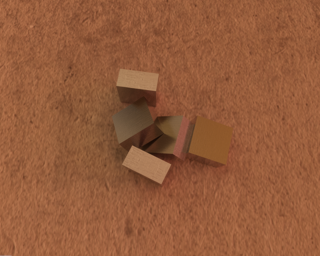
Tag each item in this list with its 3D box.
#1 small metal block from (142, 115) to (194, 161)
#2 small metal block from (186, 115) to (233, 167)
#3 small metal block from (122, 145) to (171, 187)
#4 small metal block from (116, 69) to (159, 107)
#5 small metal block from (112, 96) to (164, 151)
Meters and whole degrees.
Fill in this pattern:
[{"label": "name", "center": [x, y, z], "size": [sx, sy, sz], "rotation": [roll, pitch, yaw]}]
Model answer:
[{"label": "small metal block", "center": [0.010, 0.013, 0.390], "size": [0.050, 0.025, 0.050], "rotation": [-1, 64, 40]}, {"label": "small metal block", "center": [0.061, 0.018, 0.396], "size": [0.050, 0.025, 0.050], "rotation": [19, 70, -10]}, {"label": "small metal block", "center": [-0.014, 0.048, 0.376], "size": [0.050, 0.050, 0.025], "rotation": [25, 78, 8]}, {"label": "small metal block", "center": [-0.028, -0.052, 0.414], "size": [0.050, 0.050, 0.025], "rotation": [8, 70, 2]}, {"label": "small metal block", "center": [-0.029, -0.004, 0.392], "size": [0.050, 0.025, 0.050], "rotation": [-31, 48, 11]}]
